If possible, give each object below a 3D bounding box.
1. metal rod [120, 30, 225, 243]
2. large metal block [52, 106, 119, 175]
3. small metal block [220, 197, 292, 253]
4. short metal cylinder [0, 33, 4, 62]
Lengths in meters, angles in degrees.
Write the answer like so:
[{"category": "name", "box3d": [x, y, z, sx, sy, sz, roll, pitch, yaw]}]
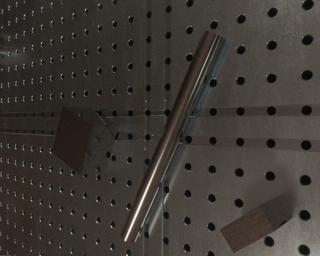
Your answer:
[{"category": "metal rod", "box3d": [0.009, 0.024, 0.400, 0.025, 0.025, 0.298, 34, 111, 34]}, {"category": "large metal block", "box3d": [-0.119, 0.017, 0.488, 0.080, 0.050, 0.079, 27, 107, 36]}, {"category": "small metal block", "box3d": [0.097, 0.097, 0.312, 0.050, 0.050, 0.025, -44, 64, 31]}, {"category": "short metal cylinder", "box3d": [-0.410, -0.191, 0.726, 0.080, 0.050, 0.079, 0, 90, 39]}]
